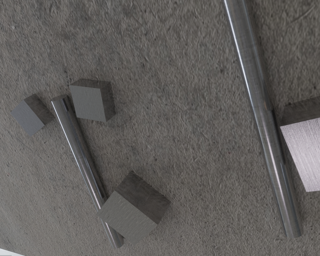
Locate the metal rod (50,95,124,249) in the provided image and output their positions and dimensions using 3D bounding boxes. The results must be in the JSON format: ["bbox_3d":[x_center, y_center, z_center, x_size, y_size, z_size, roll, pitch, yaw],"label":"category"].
[{"bbox_3d":[-0.115,0.086,0.520,0.025,0.025,0.298,-1,118,28],"label":"metal rod"}]

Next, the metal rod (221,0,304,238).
[{"bbox_3d":[0.120,0.002,0.344,0.025,0.025,0.299,-8,115,31],"label":"metal rod"}]

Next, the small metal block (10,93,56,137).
[{"bbox_3d":[-0.207,-0.020,0.503,0.050,0.025,0.050,-29,103,37],"label":"small metal block"}]

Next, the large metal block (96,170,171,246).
[{"bbox_3d":[-0.043,0.128,0.492,0.080,0.050,0.080,38,129,2],"label":"large metal block"}]

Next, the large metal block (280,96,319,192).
[{"bbox_3d":[0.175,0.011,0.305,0.080,0.050,0.080,-16,110,34],"label":"large metal block"}]

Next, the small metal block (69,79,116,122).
[{"bbox_3d":[-0.093,-0.039,0.432,0.050,0.025,0.050,9,123,23],"label":"small metal block"}]
